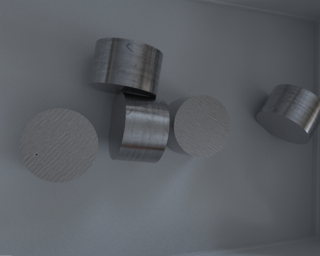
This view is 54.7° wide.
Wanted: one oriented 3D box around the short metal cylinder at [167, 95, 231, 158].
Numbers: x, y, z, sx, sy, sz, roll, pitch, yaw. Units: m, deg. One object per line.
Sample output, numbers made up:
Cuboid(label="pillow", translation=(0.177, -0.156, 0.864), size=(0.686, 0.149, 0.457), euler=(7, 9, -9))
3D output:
Cuboid(label="short metal cylinder", translation=(0.046, -0.002, 0.416), size=(0.081, 0.050, 0.079), euler=(0, 90, -21))

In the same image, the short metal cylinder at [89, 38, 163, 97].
Cuboid(label="short metal cylinder", translation=(-0.040, -0.068, 0.367), size=(0.081, 0.080, 0.050), euler=(10, 87, -20))

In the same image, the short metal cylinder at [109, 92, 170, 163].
Cuboid(label="short metal cylinder", translation=(-0.027, 0.000, 0.372), size=(0.050, 0.080, 0.080), euler=(8, 88, -20))

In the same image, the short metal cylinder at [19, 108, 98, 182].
Cuboid(label="short metal cylinder", translation=(-0.115, 0.018, 0.355), size=(0.081, 0.050, 0.079), euler=(0, 90, -21))

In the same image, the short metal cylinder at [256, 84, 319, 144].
Cuboid(label="short metal cylinder", translation=(0.191, -0.019, 0.454), size=(0.080, 0.080, 0.050), euler=(38, 78, -17))
